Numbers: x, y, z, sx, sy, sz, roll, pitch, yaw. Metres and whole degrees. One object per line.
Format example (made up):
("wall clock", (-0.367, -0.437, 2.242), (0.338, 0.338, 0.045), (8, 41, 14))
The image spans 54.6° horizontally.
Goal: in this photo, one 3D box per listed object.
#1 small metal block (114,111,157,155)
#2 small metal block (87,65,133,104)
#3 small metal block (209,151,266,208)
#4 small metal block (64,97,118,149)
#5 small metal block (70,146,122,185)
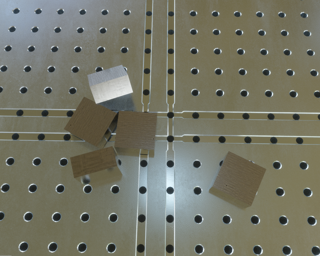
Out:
("small metal block", (-0.031, 0.006, 0.409), (0.050, 0.025, 0.050), (4, 70, 1))
("small metal block", (-0.068, -0.060, 0.419), (0.050, 0.025, 0.050), (-18, 29, -7))
("small metal block", (0.097, 0.065, 0.389), (0.050, 0.025, 0.050), (26, 72, 9))
("small metal block", (-0.089, -0.006, 0.411), (0.050, 0.025, 0.050), (27, 79, 9))
("small metal block", (-0.076, 0.047, 0.381), (0.050, 0.050, 0.025), (-15, 71, -5))
